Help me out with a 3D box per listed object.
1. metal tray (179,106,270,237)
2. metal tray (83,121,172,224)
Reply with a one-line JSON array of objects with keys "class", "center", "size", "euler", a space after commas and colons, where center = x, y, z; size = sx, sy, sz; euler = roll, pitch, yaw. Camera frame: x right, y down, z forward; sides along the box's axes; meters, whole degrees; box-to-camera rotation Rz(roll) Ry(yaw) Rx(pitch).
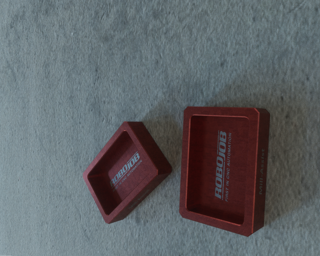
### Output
[{"class": "metal tray", "center": [0.069, 0.042, 0.343], "size": [0.090, 0.030, 0.129], "euler": [4, 93, 39]}, {"class": "metal tray", "center": [-0.052, 0.064, 0.441], "size": [0.129, 0.030, 0.090], "euler": [-48, 62, 28]}]
